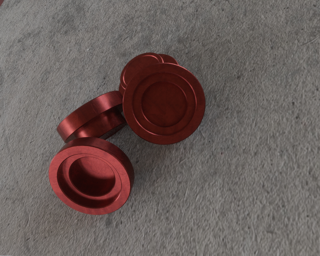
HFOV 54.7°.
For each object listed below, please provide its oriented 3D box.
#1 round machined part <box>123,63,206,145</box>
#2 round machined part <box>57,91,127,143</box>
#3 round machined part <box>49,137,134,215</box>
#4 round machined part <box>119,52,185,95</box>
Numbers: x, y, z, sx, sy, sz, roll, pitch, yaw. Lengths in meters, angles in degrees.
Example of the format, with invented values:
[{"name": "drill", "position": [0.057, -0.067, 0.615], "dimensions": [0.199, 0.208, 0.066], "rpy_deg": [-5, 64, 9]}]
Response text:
[{"name": "round machined part", "position": [0.005, -0.029, 0.388], "dimensions": [0.099, 0.042, 0.097], "rpy_deg": [0, 92, 1]}, {"name": "round machined part", "position": [-0.084, -0.005, 0.417], "dimensions": [0.098, 0.098, 0.042], "rpy_deg": [-34, 88, 6]}, {"name": "round machined part", "position": [-0.079, 0.054, 0.377], "dimensions": [0.098, 0.098, 0.042], "rpy_deg": [-20, 21, 16]}, {"name": "round machined part", "position": [-0.017, -0.069, 0.445], "dimensions": [0.098, 0.042, 0.098], "rpy_deg": [-13, 56, 21]}]
